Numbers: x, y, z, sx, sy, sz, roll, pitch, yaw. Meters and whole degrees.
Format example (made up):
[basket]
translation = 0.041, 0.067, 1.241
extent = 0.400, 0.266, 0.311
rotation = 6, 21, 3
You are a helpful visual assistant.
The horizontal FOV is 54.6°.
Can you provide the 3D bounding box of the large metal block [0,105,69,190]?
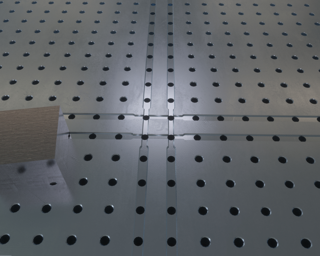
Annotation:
[large metal block]
translation = -0.158, 0.023, 0.372
extent = 0.080, 0.050, 0.080
rotation = -6, 50, -5
